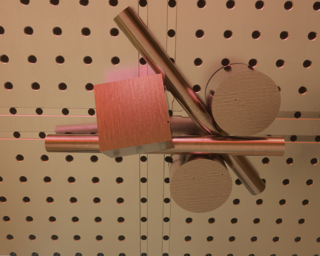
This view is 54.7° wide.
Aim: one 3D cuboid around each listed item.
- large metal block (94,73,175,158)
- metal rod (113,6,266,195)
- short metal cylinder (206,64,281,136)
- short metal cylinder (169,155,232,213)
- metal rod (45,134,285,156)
[{"bbox_3d":[-0.030,-0.012,0.372,0.080,0.050,0.080,-9,75,3],"label":"large metal block"},{"bbox_3d":[0.047,-0.023,0.402,0.025,0.025,0.300,-36,107,12],"label":"metal rod"},{"bbox_3d":[0.100,-0.036,0.384,0.081,0.050,0.079,0,110,0],"label":"short metal cylinder"},{"bbox_3d":[0.053,0.067,0.421,0.081,0.050,0.079,0,110,0],"label":"short metal cylinder"},{"bbox_3d":[0.002,0.021,0.399,0.302,0.025,0.025,0,110,6],"label":"metal rod"}]
